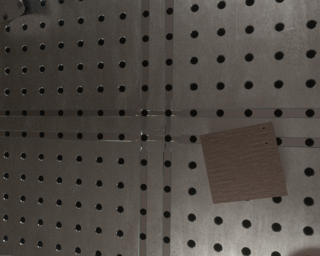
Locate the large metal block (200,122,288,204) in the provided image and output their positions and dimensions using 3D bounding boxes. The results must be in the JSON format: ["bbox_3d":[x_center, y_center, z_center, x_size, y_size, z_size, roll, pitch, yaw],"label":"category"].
[{"bbox_3d":[0.099,0.040,0.364,0.080,0.050,0.080,-12,86,19],"label":"large metal block"}]

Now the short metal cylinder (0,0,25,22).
[{"bbox_3d":[-0.254,-0.204,0.471,0.080,0.080,0.050,-15,85,19],"label":"short metal cylinder"}]
